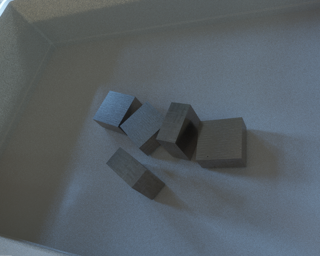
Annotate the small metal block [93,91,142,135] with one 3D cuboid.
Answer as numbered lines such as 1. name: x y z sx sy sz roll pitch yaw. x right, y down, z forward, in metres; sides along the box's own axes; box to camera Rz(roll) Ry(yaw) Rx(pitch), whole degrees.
1. small metal block: -0.060 -0.022 0.446 0.050 0.025 0.050 16 70 34

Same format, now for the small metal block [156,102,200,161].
1. small metal block: 0.025 0.005 0.370 0.025 0.050 0.050 10 67 31

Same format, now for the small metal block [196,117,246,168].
1. small metal block: 0.071 0.018 0.354 0.050 0.025 0.050 -5 59 25

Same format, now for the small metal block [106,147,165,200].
1. small metal block: -0.028 0.054 0.367 0.050 0.050 0.025 35 82 37

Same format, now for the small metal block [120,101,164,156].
1. small metal block: -0.017 0.000 0.410 0.050 0.025 0.050 -43 51 -2
